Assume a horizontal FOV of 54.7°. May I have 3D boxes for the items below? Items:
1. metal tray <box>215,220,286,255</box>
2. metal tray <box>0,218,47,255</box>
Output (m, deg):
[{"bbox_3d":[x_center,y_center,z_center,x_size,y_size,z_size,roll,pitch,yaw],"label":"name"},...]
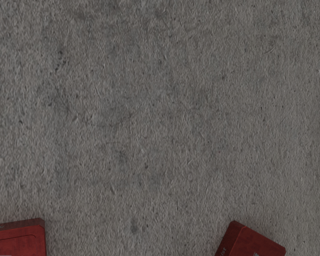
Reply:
[{"bbox_3d":[0.118,0.214,0.451,0.090,0.030,0.130,32,80,-17],"label":"metal tray"},{"bbox_3d":[-0.192,0.155,0.335,0.131,0.030,0.089,-4,92,-20],"label":"metal tray"}]
